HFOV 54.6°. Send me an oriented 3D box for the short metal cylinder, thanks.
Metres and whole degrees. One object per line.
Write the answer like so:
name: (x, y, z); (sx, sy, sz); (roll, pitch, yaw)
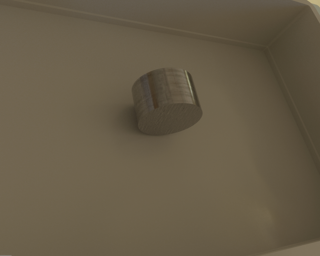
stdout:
short metal cylinder: (0.008, -0.031, 0.389); (0.081, 0.080, 0.050); (2, 61, -27)
